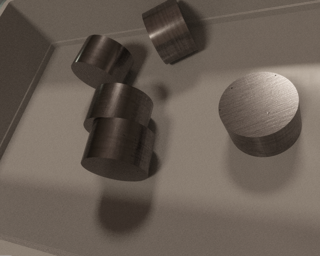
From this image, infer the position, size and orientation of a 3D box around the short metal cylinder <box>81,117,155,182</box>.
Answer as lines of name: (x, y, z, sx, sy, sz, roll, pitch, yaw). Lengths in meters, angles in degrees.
short metal cylinder: (-0.050, 0.028, 0.378, 0.080, 0.080, 0.050, -4, 61, 26)

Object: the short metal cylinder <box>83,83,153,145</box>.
short metal cylinder: (-0.053, -0.016, 0.406, 0.080, 0.080, 0.050, -2, 61, 27)

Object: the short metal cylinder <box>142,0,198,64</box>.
short metal cylinder: (0.016, -0.139, 0.446, 0.050, 0.080, 0.080, -24, 53, 14)

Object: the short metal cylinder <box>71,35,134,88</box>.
short metal cylinder: (-0.087, -0.095, 0.473, 0.080, 0.080, 0.050, 10, 67, 32)

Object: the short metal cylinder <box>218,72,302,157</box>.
short metal cylinder: (0.110, -0.014, 0.340, 0.080, 0.050, 0.080, -13, 56, 20)
